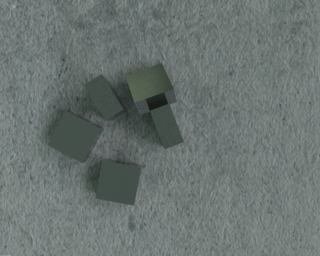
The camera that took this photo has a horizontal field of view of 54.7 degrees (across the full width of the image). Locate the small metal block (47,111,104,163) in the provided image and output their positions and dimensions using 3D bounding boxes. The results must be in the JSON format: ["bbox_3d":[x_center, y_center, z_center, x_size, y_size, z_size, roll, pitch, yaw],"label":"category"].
[{"bbox_3d":[-0.110,0.011,0.409,0.050,0.025,0.050,28,90,-1],"label":"small metal block"}]

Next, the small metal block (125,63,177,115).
[{"bbox_3d":[-0.012,-0.050,0.397,0.050,0.025,0.050,-20,54,-1],"label":"small metal block"}]

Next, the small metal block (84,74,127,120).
[{"bbox_3d":[-0.068,-0.037,0.397,0.025,0.050,0.050,-32,90,0],"label":"small metal block"}]

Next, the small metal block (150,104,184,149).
[{"bbox_3d":[0.008,-0.002,0.398,0.025,0.050,0.050,-21,91,0],"label":"small metal block"}]

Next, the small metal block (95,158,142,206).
[{"bbox_3d":[-0.054,0.070,0.409,0.050,0.025,0.050,11,90,-1],"label":"small metal block"}]
